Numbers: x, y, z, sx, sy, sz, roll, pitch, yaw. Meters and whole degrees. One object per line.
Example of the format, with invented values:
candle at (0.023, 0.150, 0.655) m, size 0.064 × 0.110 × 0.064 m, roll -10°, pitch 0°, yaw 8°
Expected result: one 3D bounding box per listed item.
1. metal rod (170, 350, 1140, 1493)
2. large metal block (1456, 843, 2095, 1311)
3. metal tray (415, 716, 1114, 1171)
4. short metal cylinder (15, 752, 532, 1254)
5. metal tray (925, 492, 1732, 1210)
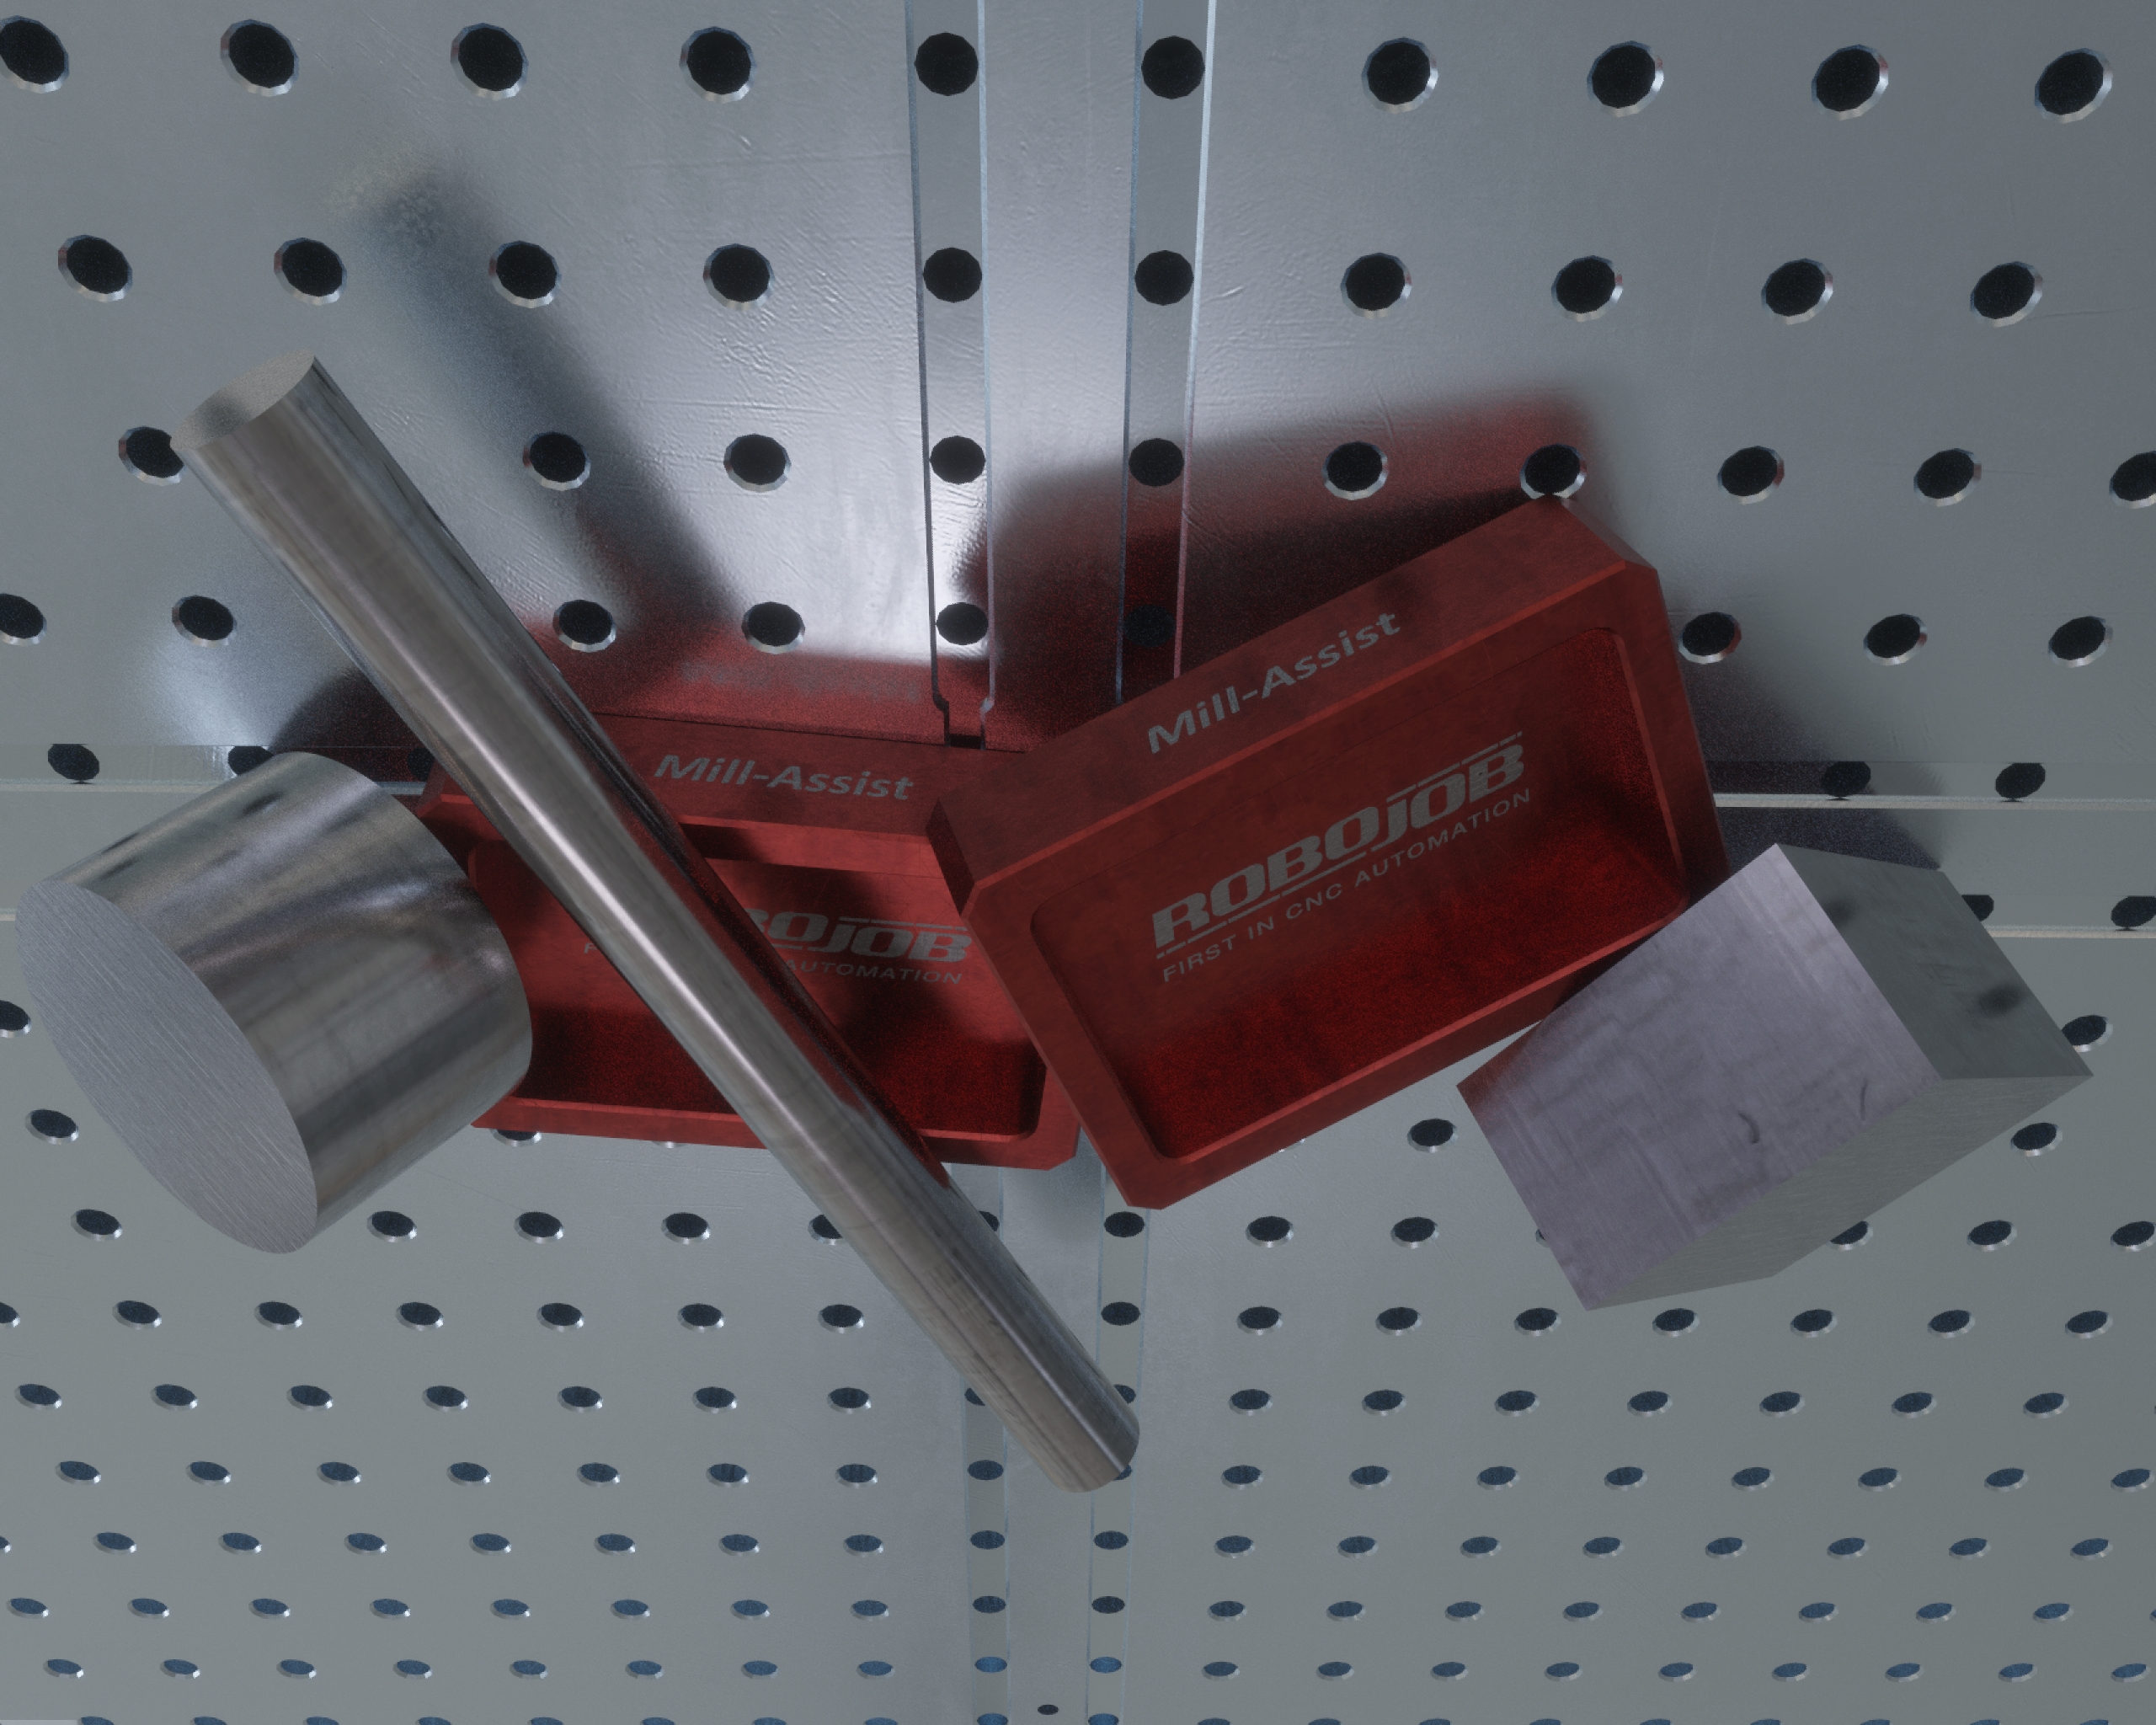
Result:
metal rod at (-0.061, 0.033, 0.400) m, size 0.025 × 0.025 × 0.299 m, roll -20°, pitch 128°, yaw 16°
large metal block at (0.137, 0.043, 0.410) m, size 0.081 × 0.050 × 0.080 m, roll 6°, pitch 139°, yaw -48°
metal tray at (-0.061, 0.018, 0.422) m, size 0.131 × 0.030 × 0.089 m, roll 5°, pitch 130°, yaw -5°
short metal cylinder at (-0.150, 0.026, 0.392) m, size 0.080 × 0.050 × 0.079 m, roll 22°, pitch 131°, yaw 27°
metal tray at (0.050, 0.001, 0.385) m, size 0.130 × 0.030 × 0.090 m, roll -27°, pitch 127°, yaw 0°
